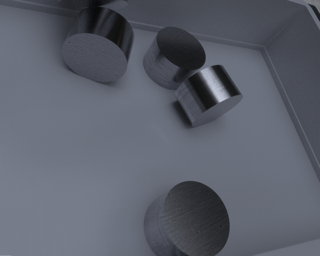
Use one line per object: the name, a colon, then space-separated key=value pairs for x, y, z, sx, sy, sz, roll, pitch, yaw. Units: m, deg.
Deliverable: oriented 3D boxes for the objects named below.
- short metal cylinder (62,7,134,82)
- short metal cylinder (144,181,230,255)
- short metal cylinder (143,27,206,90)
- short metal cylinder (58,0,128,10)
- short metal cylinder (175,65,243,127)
short metal cylinder: x=-0.077 y=-0.104 z=0.394 sx=0.080 sy=0.080 sz=0.050 roll=20 pitch=54 yaw=-17
short metal cylinder: x=0.029 y=0.105 z=0.343 sx=0.081 sy=0.050 sz=0.080 roll=14 pitch=56 yaw=-21
short metal cylinder: x=0.021 y=-0.105 z=0.467 sx=0.081 sy=0.050 sz=0.080 roll=14 pitch=56 yaw=-21
short metal cylinder: x=-0.079 y=-0.169 z=0.359 sx=0.081 sy=0.080 sz=0.050 roll=-9 pitch=102 yaw=-32
short metal cylinder: x=0.068 y=-0.044 z=0.436 sx=0.081 sy=0.080 sz=0.050 roll=-18 pitch=72 yaw=-35
